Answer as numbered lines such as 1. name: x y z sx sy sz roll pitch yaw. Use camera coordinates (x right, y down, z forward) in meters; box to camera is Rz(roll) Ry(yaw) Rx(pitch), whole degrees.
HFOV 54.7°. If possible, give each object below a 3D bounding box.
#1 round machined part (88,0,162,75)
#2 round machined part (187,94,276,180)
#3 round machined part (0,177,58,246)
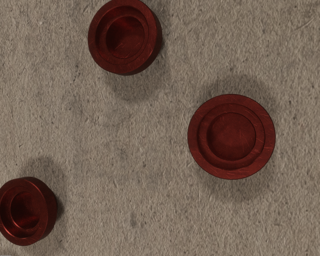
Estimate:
1. round machined part: -0.043 -0.119 0.414 0.098 0.042 0.097 0 90 19
2. round machined part: 0.086 0.010 0.370 0.098 0.042 0.097 0 90 19
3. round machined part: -0.196 0.122 0.467 0.098 0.042 0.097 0 90 19
